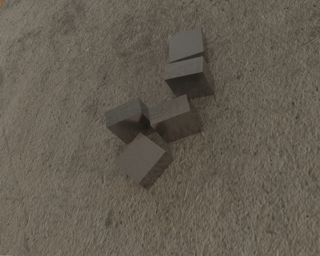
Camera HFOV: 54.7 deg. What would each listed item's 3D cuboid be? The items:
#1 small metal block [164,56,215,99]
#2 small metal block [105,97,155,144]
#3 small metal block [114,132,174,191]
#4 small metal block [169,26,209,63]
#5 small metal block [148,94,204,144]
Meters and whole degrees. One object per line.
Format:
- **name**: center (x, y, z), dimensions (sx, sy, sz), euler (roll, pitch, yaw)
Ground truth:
- **small metal block**: center (0.040, -0.063, 0.406), dimensions (0.050, 0.050, 0.025), euler (-8, 58, 24)
- **small metal block**: center (-0.037, -0.008, 0.412), dimensions (0.050, 0.050, 0.025), euler (-23, 54, 14)
- **small metal block**: center (-0.020, 0.041, 0.389), dimensions (0.050, 0.025, 0.050), euler (35, 81, 38)
- **small metal block**: center (0.042, -0.114, 0.452), dimensions (0.050, 0.025, 0.050), euler (-14, 56, 20)
- **small metal block**: center (0.020, -0.010, 0.383), dimensions (0.050, 0.050, 0.025), euler (-20, 54, 16)
